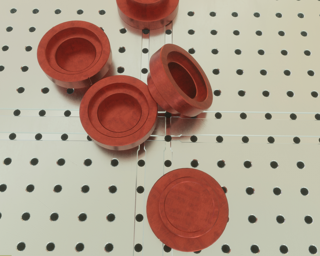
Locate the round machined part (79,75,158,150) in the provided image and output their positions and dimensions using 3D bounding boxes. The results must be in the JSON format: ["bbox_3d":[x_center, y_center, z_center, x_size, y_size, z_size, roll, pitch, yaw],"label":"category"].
[{"bbox_3d":[-0.052,-0.017,0.408,0.099,0.042,0.098,0,70,0],"label":"round machined part"}]

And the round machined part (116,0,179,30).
[{"bbox_3d":[-0.019,-0.205,0.477,0.099,0.042,0.098,0,70,-1],"label":"round machined part"}]

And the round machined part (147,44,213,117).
[{"bbox_3d":[0.022,-0.057,0.406,0.042,0.099,0.098,-33,67,35],"label":"round machined part"}]

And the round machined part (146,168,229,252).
[{"bbox_3d":[0.033,0.095,0.368,0.099,0.042,0.098,0,70,-1],"label":"round machined part"}]

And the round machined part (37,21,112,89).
[{"bbox_3d":[-0.117,-0.099,0.437,0.099,0.042,0.098,0,70,-1],"label":"round machined part"}]
